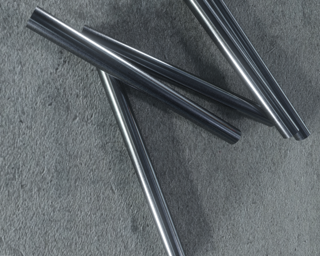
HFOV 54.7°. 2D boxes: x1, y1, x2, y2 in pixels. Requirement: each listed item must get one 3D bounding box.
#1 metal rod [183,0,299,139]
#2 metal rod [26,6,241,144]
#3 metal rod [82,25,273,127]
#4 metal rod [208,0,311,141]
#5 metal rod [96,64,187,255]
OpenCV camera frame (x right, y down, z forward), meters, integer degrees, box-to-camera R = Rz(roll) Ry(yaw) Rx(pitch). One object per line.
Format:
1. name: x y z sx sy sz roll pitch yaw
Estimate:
1. metal rod: 0.097 -0.109 0.428 0.025 0.025 0.300 -40 97 -16
2. metal rod: -0.012 -0.051 0.384 0.301 0.025 0.025 28 81 -26
3. metal rod: 0.038 -0.063 0.422 0.302 0.025 0.025 20 83 -19
4. metal rod: 0.136 -0.102 0.458 0.025 0.025 0.300 -42 104 -15
5. metal rod: -0.017 0.061 0.402 0.025 0.025 0.298 -22 98 -19
